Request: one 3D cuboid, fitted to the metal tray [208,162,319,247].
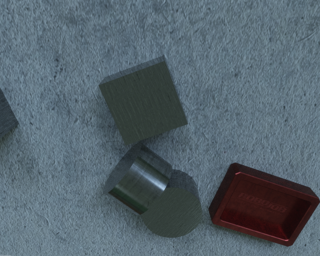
[{"bbox_3d":[0.148,0.112,0.449,0.131,0.030,0.089,19,109,-7],"label":"metal tray"}]

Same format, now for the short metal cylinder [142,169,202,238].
[{"bbox_3d":[0.016,0.105,0.435,0.081,0.050,0.079,0,110,0],"label":"short metal cylinder"}]

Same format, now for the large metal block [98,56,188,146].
[{"bbox_3d":[-0.018,-0.035,0.383,0.080,0.050,0.080,-19,109,7],"label":"large metal block"}]

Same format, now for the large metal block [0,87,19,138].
[{"bbox_3d":[-0.227,-0.020,0.371,0.050,0.080,0.080,-17,109,6],"label":"large metal block"}]

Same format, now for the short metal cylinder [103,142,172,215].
[{"bbox_3d":[-0.029,0.065,0.404,0.050,0.080,0.080,38,106,-13],"label":"short metal cylinder"}]
